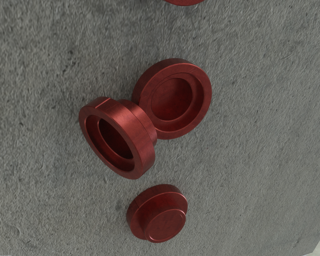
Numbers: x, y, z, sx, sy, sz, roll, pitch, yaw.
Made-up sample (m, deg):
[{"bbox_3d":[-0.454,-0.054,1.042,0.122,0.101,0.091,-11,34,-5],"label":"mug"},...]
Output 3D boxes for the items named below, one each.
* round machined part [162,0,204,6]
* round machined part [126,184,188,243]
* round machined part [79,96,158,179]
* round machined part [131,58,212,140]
[{"bbox_3d":[0.019,-0.173,0.299,0.099,0.042,0.097,-14,124,-21],"label":"round machined part"},{"bbox_3d":[0.001,0.139,0.482,0.099,0.042,0.097,-14,124,-21],"label":"round machined part"},{"bbox_3d":[-0.042,0.007,0.347,0.042,0.098,0.097,-41,134,-33],"label":"round machined part"},{"bbox_3d":[0.011,-0.038,0.377,0.099,0.042,0.097,-14,124,-22],"label":"round machined part"}]
